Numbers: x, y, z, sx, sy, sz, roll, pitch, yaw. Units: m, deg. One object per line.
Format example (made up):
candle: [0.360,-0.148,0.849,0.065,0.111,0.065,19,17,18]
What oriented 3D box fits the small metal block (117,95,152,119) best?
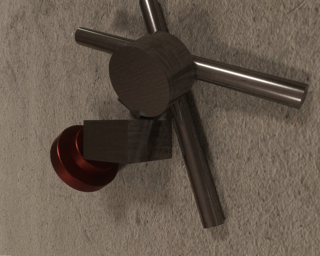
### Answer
small metal block: [-0.025,-0.047,0.424,0.050,0.025,0.050,40,114,32]

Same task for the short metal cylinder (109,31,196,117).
short metal cylinder: [-0.009,-0.059,0.339,0.080,0.050,0.079,23,133,27]

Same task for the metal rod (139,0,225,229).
metal rod: [0.023,-0.030,0.384,0.025,0.025,0.299,-25,75,37]

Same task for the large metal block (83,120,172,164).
large metal block: [-0.041,0.015,0.401,0.080,0.081,0.050,1,91,39]

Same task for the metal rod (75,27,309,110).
metal rod: [0.013,-0.079,0.363,0.300,0.025,0.025,22,104,28]

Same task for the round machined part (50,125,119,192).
round machined part: [-0.098,0.037,0.436,0.042,0.099,0.098,-38,67,33]
